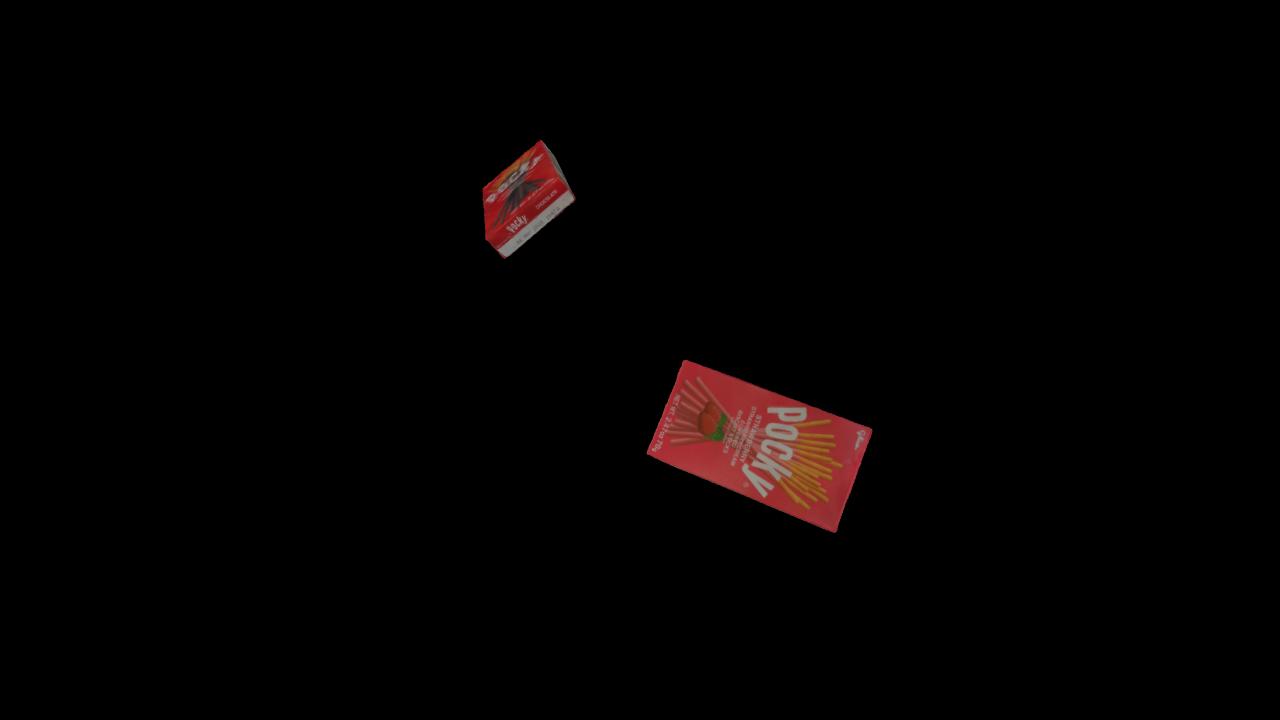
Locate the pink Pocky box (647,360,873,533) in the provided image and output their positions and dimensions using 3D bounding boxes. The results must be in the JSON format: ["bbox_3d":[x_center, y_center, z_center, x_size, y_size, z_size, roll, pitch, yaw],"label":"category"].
[{"bbox_3d":[0.091,0.065,0.481,0.155,0.084,0.029,21,-7,14],"label":"pink Pocky box"}]

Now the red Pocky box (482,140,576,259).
[{"bbox_3d":[-0.108,-0.155,0.573,0.028,0.083,0.155,46,10,-32],"label":"red Pocky box"}]
